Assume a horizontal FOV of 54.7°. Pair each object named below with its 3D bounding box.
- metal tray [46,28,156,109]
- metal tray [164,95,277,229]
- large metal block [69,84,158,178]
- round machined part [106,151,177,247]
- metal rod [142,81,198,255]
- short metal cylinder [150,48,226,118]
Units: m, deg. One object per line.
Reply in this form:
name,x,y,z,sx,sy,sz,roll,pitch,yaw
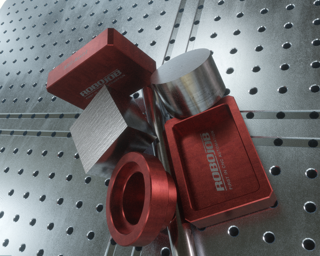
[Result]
metal tray,-0.081,-0.071,0.430,0.130,0.090,0.030,-25,53,31
metal tray,0.061,0.034,0.347,0.090,0.030,0.130,-22,53,14
large metal block,-0.062,0.006,0.393,0.080,0.050,0.080,-48,49,18
round machined part,-0.018,0.077,0.337,0.098,0.042,0.098,-27,56,50
metal rod,0.003,0.023,0.387,0.025,0.025,0.299,-23,53,14
short metal cylinder,0.034,-0.056,0.385,0.080,0.050,0.080,-24,27,13
